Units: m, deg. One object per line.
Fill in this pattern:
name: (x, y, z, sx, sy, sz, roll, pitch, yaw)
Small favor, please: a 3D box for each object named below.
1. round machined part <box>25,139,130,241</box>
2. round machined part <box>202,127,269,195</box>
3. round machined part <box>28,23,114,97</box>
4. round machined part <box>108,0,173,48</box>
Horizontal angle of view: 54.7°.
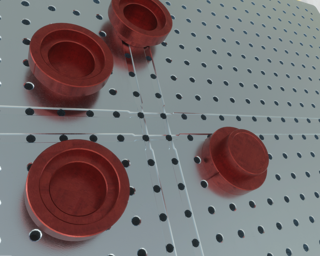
round machined part: (-0.084, 0.064, 0.314, 0.099, 0.042, 0.098, 14, 56, -21)
round machined part: (0.112, 0.040, 0.435, 0.099, 0.042, 0.098, 14, 56, -21)
round machined part: (-0.112, -0.080, 0.387, 0.099, 0.042, 0.098, 14, 56, -21)
round machined part: (-0.034, -0.165, 0.481, 0.099, 0.042, 0.098, 14, 56, -21)
